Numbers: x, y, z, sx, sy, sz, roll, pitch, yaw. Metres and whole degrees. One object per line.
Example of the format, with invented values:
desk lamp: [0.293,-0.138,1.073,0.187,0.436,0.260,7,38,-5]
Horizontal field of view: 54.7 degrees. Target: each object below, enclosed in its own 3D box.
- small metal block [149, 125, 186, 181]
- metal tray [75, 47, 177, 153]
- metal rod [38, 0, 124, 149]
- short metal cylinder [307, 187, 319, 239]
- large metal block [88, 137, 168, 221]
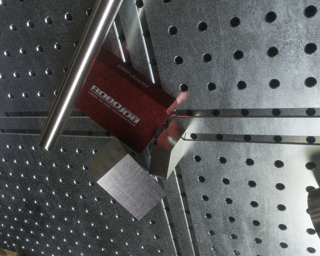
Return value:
small metal block: [0.010,0.032,0.408,0.025,0.050,0.050,19,126,17]
metal tray: [-0.053,-0.036,0.412,0.130,0.030,0.089,36,129,3]
metal rod: [-0.084,-0.090,0.360,0.025,0.025,0.298,35,117,4]
short metal cylinder: [0.203,0.096,0.328,0.080,0.080,0.050,49,128,-7]
large metal block: [-0.046,0.065,0.421,0.050,0.080,0.080,-43,114,-5]
